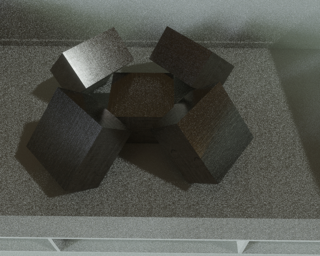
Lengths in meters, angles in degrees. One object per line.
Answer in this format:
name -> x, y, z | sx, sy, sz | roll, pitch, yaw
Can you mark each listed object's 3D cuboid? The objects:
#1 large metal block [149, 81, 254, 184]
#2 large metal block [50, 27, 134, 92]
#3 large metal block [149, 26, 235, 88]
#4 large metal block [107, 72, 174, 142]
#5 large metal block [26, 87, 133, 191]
large metal block -> 0.049, 0.006, 0.353 | 0.080, 0.050, 0.080 | -44, 108, -31
large metal block -> -0.096, -0.087, 0.429 | 0.080, 0.080, 0.050 | -38, 103, -28
large metal block -> 0.046, -0.092, 0.438 | 0.080, 0.050, 0.080 | 39, 17, 28
large metal block -> -0.023, -0.028, 0.409 | 0.080, 0.050, 0.080 | 1, 50, 0
large metal block -> -0.092, 0.012, 0.349 | 0.080, 0.050, 0.080 | 39, 104, 27
